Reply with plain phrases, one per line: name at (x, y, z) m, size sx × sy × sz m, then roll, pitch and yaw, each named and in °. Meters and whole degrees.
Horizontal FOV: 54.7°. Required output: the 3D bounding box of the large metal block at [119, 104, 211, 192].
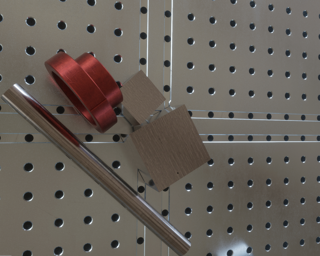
large metal block at (0.006, 0.024, 0.403) m, size 0.080 × 0.050 × 0.080 m, roll -30°, pitch 100°, yaw -18°

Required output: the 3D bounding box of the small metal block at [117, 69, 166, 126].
small metal block at (-0.029, -0.038, 0.400) m, size 0.050 × 0.025 × 0.050 m, roll -46°, pitch 105°, yaw -21°

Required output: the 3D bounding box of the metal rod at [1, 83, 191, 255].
metal rod at (-0.068, 0.061, 0.388) m, size 0.300 × 0.025 × 0.025 m, roll 46°, pitch 76°, yaw -15°

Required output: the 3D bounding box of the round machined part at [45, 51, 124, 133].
round machined part at (-0.079, -0.044, 0.345) m, size 0.042 × 0.098 × 0.098 m, roll -41°, pitch 103°, yaw -15°
